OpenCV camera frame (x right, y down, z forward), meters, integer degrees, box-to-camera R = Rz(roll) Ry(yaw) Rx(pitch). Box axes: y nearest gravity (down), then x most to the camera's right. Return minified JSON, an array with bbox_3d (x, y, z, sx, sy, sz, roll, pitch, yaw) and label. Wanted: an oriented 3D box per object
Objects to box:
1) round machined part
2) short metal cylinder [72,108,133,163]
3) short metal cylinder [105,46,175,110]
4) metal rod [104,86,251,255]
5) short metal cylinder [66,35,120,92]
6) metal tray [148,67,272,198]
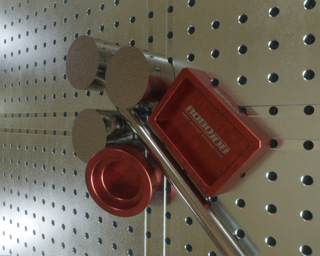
[{"bbox_3d":[-0.049,0.068,0.425,0.098,0.042,0.097,6,107,19],"label":"round machined part"},{"bbox_3d":[-0.087,0.011,0.465,0.080,0.050,0.080,0,90,40],"label":"short metal cylinder"},{"bbox_3d":[-0.028,-0.065,0.415,0.080,0.050,0.080,0,90,40],"label":"short metal cylinder"},{"bbox_3d":[0.008,0.043,0.403,0.300,0.025,0.025,52,120,27],"label":"metal rod"},{"bbox_3d":[-0.100,-0.097,0.476,0.080,0.050,0.080,0,90,40],"label":"short metal cylinder"},{"bbox_3d":[0.051,0.003,0.363,0.130,0.030,0.090,51,120,27],"label":"metal tray"}]
